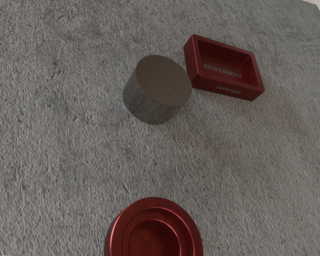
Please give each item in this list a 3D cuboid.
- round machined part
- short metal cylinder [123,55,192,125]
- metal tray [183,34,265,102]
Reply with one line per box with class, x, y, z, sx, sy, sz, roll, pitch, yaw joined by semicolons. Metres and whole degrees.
round machined part;-0.009;0.124;0.314;0.099;0.042;0.098;14;56;-21
short metal cylinder;-0.004;-0.051;0.418;0.081;0.050;0.080;14;56;-21
metal tray;0.108;-0.100;0.521;0.131;0.030;0.090;9;58;-24
